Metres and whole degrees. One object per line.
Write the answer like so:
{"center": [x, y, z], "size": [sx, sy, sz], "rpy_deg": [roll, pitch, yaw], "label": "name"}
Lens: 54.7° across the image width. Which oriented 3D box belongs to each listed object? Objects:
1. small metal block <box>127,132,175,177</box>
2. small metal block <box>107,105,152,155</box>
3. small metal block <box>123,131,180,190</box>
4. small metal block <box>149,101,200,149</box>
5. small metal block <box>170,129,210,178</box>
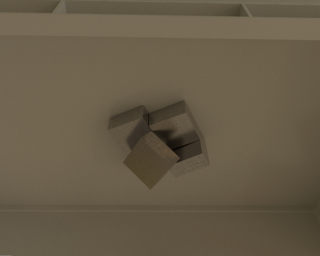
{"center": [-0.012, 0.039, 0.440], "size": [0.050, 0.025, 0.050], "rpy_deg": [-20, 128, 15], "label": "small metal block"}
{"center": [-0.033, 0.004, 0.410], "size": [0.050, 0.025, 0.050], "rpy_deg": [-20, 128, 15], "label": "small metal block"}
{"center": [-0.011, 0.041, 0.393], "size": [0.050, 0.025, 0.050], "rpy_deg": [43, 124, 9], "label": "small metal block"}
{"center": [0.019, -0.002, 0.406], "size": [0.050, 0.025, 0.050], "rpy_deg": [-20, 128, 15], "label": "small metal block"}
{"center": [0.036, 0.033, 0.419], "size": [0.050, 0.050, 0.025], "rpy_deg": [-23, 127, 17], "label": "small metal block"}
